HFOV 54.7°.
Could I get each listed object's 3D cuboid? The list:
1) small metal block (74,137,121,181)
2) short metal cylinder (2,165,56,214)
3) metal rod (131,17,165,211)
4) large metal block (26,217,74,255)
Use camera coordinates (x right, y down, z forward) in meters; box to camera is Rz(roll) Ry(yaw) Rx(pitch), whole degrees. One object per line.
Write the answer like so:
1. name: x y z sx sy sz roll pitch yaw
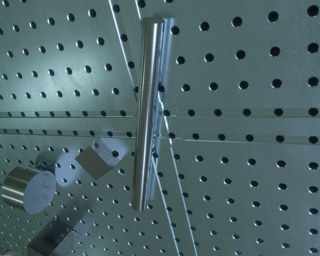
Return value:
1. small metal block: -0.100 0.050 0.495 0.050 0.025 0.050 48 129 -6
2. short metal cylinder: -0.239 0.112 0.571 0.050 0.080 0.079 12 124 22
3. metal rod: -0.021 0.004 0.424 0.025 0.025 0.298 19 126 17
4. large metal block: -0.228 0.251 0.651 0.050 0.080 0.079 23 127 15
